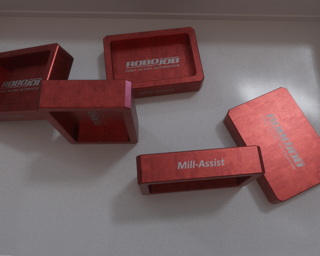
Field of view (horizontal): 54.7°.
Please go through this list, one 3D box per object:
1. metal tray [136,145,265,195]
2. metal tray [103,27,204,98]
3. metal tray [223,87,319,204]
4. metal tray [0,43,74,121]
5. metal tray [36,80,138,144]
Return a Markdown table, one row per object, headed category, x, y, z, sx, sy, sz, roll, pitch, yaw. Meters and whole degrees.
| category | x | y | z | sx | sy | sz | roll | pitch | yaw |
| --- | --- | --- | --- | --- | --- | --- | --- | --- | --- |
| metal tray | 0.041 | 0.051 | 0.356 | 0.131 | 0.090 | 0.030 | -5 | 70 | -2 |
| metal tray | -0.010 | -0.092 | 0.440 | 0.131 | 0.030 | 0.090 | -7 | 70 | -3 |
| metal tray | 0.153 | 0.020 | 0.401 | 0.091 | 0.030 | 0.130 | -23 | 72 | -9 |
| metal tray | -0.180 | -0.056 | 0.397 | 0.130 | 0.030 | 0.090 | -1 | 68 | 25 |
| metal tray | -0.074 | -0.013 | 0.357 | 0.091 | 0.130 | 0.030 | -1 | 72 | -1 |
